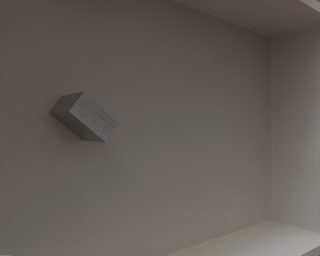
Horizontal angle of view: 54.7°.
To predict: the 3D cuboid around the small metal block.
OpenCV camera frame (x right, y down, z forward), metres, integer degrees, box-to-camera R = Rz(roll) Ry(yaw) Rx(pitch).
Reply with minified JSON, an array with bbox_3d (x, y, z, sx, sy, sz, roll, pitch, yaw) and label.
[{"bbox_3d":[-0.080,-0.010,0.325,0.050,0.050,0.025,46,63,-31],"label":"small metal block"}]
